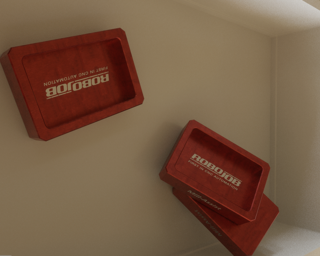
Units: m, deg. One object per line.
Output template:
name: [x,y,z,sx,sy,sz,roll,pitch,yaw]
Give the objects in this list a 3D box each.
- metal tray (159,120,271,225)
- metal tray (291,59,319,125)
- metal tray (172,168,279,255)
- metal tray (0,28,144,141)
metal tray: [0.076,0.058,0.417,0.130,0.030,0.090,31,59,-2]
metal tray: [0.347,-0.079,0.696,0.130,0.030,0.090,43,64,-31]
metal tray: [0.094,0.103,0.438,0.130,0.030,0.090,45,57,8]
metal tray: [-0.085,-0.050,0.331,0.131,0.030,0.089,-25,106,-37]
